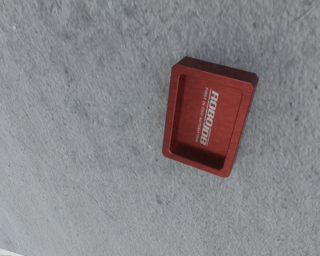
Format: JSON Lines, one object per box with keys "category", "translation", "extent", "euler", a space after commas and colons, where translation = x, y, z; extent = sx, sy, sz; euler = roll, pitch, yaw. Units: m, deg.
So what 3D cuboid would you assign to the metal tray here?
{"category": "metal tray", "translation": [0.054, -0.010, 0.368], "extent": [0.090, 0.030, 0.129], "euler": [18, 126, 17]}
